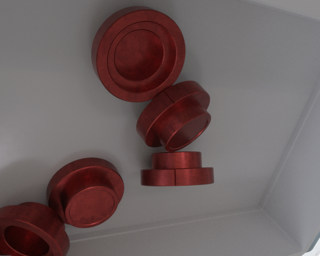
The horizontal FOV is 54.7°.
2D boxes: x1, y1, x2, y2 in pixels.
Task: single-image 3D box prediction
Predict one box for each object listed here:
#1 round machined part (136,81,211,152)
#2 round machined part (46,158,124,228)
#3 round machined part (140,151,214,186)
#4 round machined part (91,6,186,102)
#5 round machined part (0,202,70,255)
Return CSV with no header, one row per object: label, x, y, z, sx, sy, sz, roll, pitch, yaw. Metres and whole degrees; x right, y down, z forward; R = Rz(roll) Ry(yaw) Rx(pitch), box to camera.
round machined part,0.023,-0.008,0.380,0.099,0.042,0.098,-31,155,-16
round machined part,-0.093,0.090,0.403,0.099,0.042,0.097,-14,124,-21
round machined part,0.023,0.054,0.420,0.099,0.098,0.042,2,82,-30
round machined part,-0.025,-0.080,0.334,0.099,0.042,0.097,-14,124,-21
round machined part,-0.155,0.128,0.373,0.098,0.042,0.097,4,121,8
